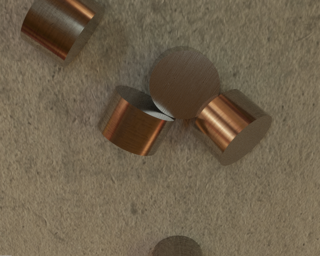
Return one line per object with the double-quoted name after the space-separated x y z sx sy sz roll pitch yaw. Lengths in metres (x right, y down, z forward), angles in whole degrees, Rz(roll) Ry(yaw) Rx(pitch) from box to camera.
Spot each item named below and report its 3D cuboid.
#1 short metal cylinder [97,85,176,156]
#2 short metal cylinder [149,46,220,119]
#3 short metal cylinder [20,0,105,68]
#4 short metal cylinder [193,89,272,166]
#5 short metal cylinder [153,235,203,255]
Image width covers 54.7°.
-0.028 -0.010 0.377 0.080 0.080 0.050 27 108 -10 "short metal cylinder"
0.028 -0.056 0.376 0.081 0.050 0.079 0 110 -1 "short metal cylinder"
-0.104 -0.113 0.337 0.050 0.080 0.080 35 106 -12 "short metal cylinder"
0.087 0.000 0.375 0.080 0.080 0.050 -51 59 16 "short metal cylinder"
0.028 0.215 0.476 0.081 0.050 0.079 0 110 -1 "short metal cylinder"
